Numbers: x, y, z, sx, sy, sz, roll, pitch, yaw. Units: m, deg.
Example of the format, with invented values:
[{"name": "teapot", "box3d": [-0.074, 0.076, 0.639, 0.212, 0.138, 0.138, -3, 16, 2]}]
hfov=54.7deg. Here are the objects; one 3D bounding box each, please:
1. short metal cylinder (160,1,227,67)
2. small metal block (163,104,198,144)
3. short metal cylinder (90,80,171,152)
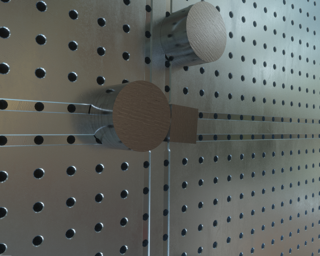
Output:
[{"name": "short metal cylinder", "box3d": [0.048, -0.128, 0.432, 0.081, 0.050, 0.080, 0, 90, -40]}, {"name": "small metal block", "box3d": [0.025, -0.005, 0.430, 0.050, 0.025, 0.050, 7, 86, -40]}, {"name": "short metal cylinder", "box3d": [-0.034, -0.013, 0.364, 0.081, 0.050, 0.080, 0, 90, -40]}]
